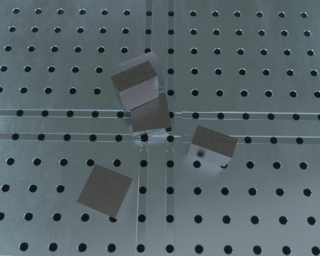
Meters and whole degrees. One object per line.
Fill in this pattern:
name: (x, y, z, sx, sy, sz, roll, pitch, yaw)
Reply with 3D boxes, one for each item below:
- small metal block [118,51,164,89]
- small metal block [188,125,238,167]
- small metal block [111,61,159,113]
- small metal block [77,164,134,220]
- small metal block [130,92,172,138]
small metal block: (-0.025, -0.071, 0.422, 0.050, 0.050, 0.025, -23, 61, -8)
small metal block: (0.065, 0.024, 0.390, 0.050, 0.050, 0.025, 20, 72, 7)
small metal block: (-0.030, -0.051, 0.391, 0.050, 0.050, 0.025, -26, 67, -11)
small metal block: (-0.066, 0.079, 0.383, 0.050, 0.025, 0.050, 21, 71, 7)
small metal block: (-0.014, -0.017, 0.418, 0.050, 0.025, 0.050, -8, 70, -3)
